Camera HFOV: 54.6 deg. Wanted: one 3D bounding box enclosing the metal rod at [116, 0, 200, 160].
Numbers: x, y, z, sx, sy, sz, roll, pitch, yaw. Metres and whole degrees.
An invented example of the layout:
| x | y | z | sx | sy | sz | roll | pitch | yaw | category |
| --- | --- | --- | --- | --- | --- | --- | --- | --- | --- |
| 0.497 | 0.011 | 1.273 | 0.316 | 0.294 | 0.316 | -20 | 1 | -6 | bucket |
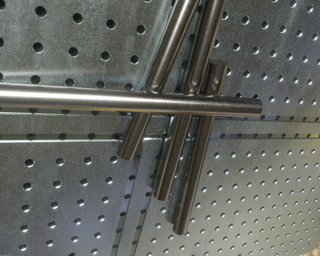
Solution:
| x | y | z | sx | sy | sz | roll | pitch | yaw | category |
| --- | --- | --- | --- | --- | --- | --- | --- | --- | --- |
| 0.010 | -0.094 | 0.358 | 0.025 | 0.025 | 0.298 | 10 | 113 | -33 | metal rod |

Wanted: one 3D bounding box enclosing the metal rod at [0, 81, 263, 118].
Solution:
| x | y | z | sx | sy | sz | roll | pitch | yaw | category |
| --- | --- | --- | --- | --- | --- | --- | --- | --- | --- |
| -0.019 | -0.030 | 0.351 | 0.302 | 0.025 | 0.025 | 2 | 118 | -19 | metal rod |

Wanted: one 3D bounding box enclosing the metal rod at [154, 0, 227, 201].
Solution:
| x | y | z | sx | sy | sz | roll | pitch | yaw | category |
| --- | --- | --- | --- | --- | --- | --- | --- | --- | --- |
| 0.034 | -0.027 | 0.412 | 0.025 | 0.025 | 0.298 | -1 | 119 | -28 | metal rod |

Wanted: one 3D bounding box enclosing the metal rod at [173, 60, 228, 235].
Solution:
| x | y | z | sx | sy | sz | roll | pitch | yaw | category |
| --- | --- | --- | --- | --- | --- | --- | --- | --- | --- |
| 0.055 | 0.046 | 0.468 | 0.025 | 0.025 | 0.298 | -6 | 121 | -26 | metal rod |
